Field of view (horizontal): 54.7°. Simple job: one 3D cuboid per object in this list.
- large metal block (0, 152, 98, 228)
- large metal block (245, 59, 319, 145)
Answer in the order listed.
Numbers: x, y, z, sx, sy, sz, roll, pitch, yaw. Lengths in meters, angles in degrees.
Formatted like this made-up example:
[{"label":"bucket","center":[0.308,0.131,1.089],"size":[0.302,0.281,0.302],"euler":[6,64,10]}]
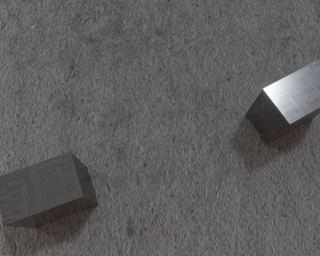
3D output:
[{"label":"large metal block","center":[-0.123,0.073,0.351],"size":[0.080,0.080,0.050],"euler":[-19,71,-7]},{"label":"large metal block","center":[0.165,-0.029,0.391],"size":[0.080,0.080,0.050],"euler":[-28,73,-10]}]
